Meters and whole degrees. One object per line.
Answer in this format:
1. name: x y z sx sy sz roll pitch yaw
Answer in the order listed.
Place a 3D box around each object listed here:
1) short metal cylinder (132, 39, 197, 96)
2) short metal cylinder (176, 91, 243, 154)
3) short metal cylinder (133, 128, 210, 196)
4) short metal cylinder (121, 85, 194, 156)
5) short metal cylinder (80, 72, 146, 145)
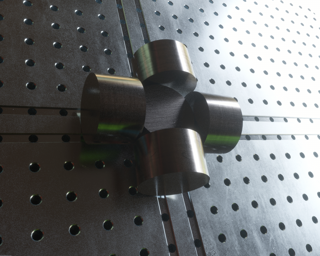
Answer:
1. short metal cylinder: 0.005 -0.073 0.419 0.081 0.080 0.050 3 60 -27
2. short metal cylinder: 0.063 -0.006 0.411 0.050 0.080 0.080 4 60 -27
3. short metal cylinder: 0.012 0.041 0.353 0.081 0.080 0.050 6 59 -25
4. short metal cylinder: -0.004 -0.008 0.395 0.081 0.050 0.080 14 55 -22
5. short metal cylinder: -0.056 -0.021 0.355 0.050 0.080 0.080 2 61 -28
